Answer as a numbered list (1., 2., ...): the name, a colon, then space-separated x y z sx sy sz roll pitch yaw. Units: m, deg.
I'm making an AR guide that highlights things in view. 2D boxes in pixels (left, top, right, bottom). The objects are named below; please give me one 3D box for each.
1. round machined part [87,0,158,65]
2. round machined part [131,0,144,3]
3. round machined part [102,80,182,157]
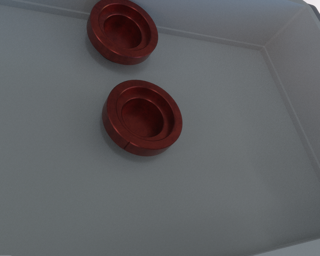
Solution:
1. round machined part: -0.056 -0.132 0.441 0.099 0.042 0.098 11 65 -24
2. round machined part: -0.048 -0.255 0.528 0.099 0.042 0.098 14 56 -21
3. round machined part: -0.025 -0.009 0.388 0.099 0.042 0.098 14 56 -21
